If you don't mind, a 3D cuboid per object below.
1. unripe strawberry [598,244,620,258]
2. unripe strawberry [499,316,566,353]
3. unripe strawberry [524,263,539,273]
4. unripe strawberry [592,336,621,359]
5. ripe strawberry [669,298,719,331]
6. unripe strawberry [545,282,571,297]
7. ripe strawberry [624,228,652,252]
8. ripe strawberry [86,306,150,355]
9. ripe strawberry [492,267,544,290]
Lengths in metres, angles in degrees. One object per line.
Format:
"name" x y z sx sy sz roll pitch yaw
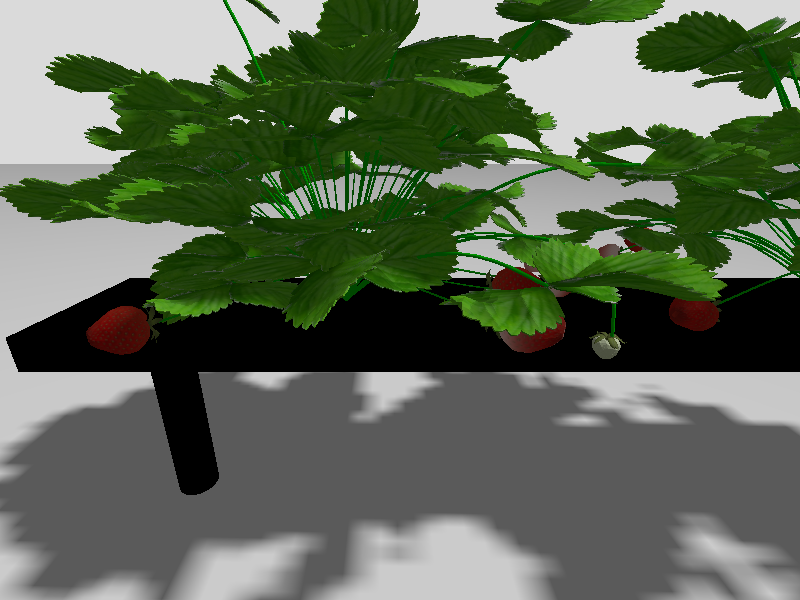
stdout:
"unripe strawberry" 0.261 -0.060 0.501 0.024 0.021 0.024 -19 24 -41
"unripe strawberry" 0.090 0.016 0.274 0.045 0.038 0.045 15 25 33
"unripe strawberry" 0.155 -0.045 0.456 0.033 0.032 0.030 -43 0 29
"unripe strawberry" 0.134 0.031 0.261 0.017 0.016 0.015 13 24 30
"ripe strawberry" 0.224 0.009 0.309 0.032 0.028 0.032 -8 22 -19
"unripe strawberry" 0.152 -0.015 0.377 0.026 0.026 0.029 0 21 -3
"ripe strawberry" 0.325 -0.081 0.543 0.037 0.032 0.037 -8 9 -20
"ripe strawberry" -0.191 0.021 0.273 0.036 0.031 0.036 -15 25 -33
"ripe strawberry" 0.101 -0.010 0.344 0.045 0.038 0.044 4 21 9
